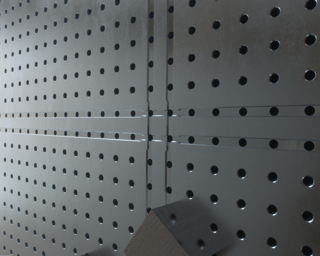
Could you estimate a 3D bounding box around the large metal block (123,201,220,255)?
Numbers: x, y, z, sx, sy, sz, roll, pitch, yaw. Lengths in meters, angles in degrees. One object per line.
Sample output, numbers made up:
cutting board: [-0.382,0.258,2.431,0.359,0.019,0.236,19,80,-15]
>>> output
large metal block: [0.012,0.153,0.385,0.080,0.050,0.080,45,117,30]

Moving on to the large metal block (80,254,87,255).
large metal block: [-0.133,0.271,0.505,0.080,0.050,0.080,38,113,33]
